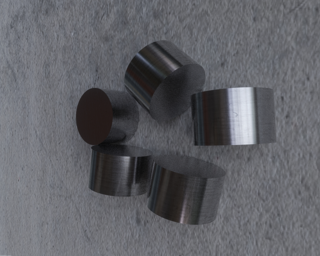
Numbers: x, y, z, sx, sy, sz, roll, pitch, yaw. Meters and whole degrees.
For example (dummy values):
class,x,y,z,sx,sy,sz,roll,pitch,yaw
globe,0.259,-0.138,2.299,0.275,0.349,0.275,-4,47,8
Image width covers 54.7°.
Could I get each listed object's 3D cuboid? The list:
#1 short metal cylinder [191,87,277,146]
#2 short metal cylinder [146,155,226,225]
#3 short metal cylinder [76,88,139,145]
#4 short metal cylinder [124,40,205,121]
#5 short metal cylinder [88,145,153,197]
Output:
class,x,y,z,sx,sy,sz,roll,pitch,yaw
short metal cylinder,0.072,-0.009,0.309,0.080,0.081,0.050,-4,88,39
short metal cylinder,0.028,0.065,0.345,0.080,0.081,0.050,17,101,38
short metal cylinder,-0.077,-0.016,0.449,0.080,0.050,0.079,0,90,39
short metal cylinder,0.006,-0.054,0.363,0.050,0.081,0.080,47,118,29
short metal cylinder,-0.052,0.053,0.410,0.080,0.081,0.050,11,98,39
